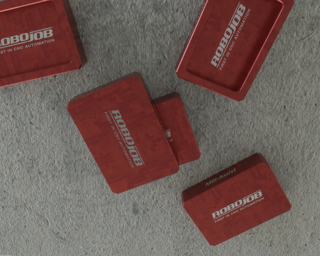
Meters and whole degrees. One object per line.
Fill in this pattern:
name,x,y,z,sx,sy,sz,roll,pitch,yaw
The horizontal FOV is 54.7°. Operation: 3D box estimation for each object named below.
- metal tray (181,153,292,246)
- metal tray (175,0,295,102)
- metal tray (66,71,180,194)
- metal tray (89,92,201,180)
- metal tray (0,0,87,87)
metal tray,0.108,0.105,0.447,0.130,0.030,0.090,-30,108,10
metal tray,0.084,-0.107,0.368,0.090,0.030,0.129,21,109,-8
metal tray,-0.041,0.008,0.377,0.090,0.030,0.129,-21,109,7
metal tray,-0.022,0.016,0.413,0.130,0.030,0.090,-19,109,6
metal tray,-0.164,-0.102,0.367,0.131,0.030,0.089,-12,110,4
